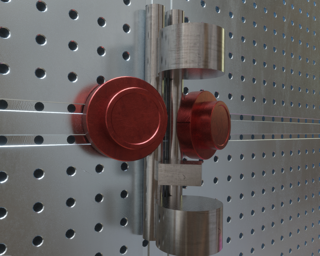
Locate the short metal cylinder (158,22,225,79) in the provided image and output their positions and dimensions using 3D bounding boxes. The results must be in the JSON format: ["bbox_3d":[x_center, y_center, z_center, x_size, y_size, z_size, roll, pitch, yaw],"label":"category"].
[{"bbox_3d":[0.038,-0.090,0.376,0.081,0.080,0.050,1,90,-40],"label":"short metal cylinder"}]

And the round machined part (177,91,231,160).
[{"bbox_3d":[0.068,-0.004,0.437,0.099,0.042,0.097,-1,91,-55],"label":"round machined part"}]

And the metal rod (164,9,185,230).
[{"bbox_3d":[0.019,-0.009,0.424,0.025,0.025,0.298,1,89,-40],"label":"metal rod"}]

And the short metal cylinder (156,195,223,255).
[{"bbox_3d":[0.035,0.115,0.375,0.081,0.080,0.050,1,90,-40],"label":"short metal cylinder"}]

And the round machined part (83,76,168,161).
[{"bbox_3d":[-0.034,-0.010,0.353,0.099,0.042,0.097,0,90,-26],"label":"round machined part"}]

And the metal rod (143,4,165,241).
[{"bbox_3d":[-0.008,-0.008,0.401,0.025,0.025,0.298,1,89,-40],"label":"metal rod"}]

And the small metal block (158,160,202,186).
[{"bbox_3d":[0.027,0.055,0.385,0.050,0.050,0.025,6,85,-82],"label":"small metal block"}]
